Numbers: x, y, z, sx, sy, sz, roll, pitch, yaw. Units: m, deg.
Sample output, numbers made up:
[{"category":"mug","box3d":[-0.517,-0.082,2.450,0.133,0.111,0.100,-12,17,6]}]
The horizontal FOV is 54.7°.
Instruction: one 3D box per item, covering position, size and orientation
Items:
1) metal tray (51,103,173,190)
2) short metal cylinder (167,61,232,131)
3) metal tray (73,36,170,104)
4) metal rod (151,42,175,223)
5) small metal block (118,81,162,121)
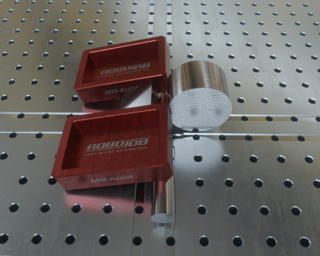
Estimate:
[{"category":"metal tray","box3d":[-0.052,0.021,0.364,0.131,0.030,0.090,-8,50,9]},{"category":"short metal cylinder","box3d":[0.049,-0.040,0.401,0.081,0.080,0.050,0,50,0]},{"category":"metal tray","box3d":[-0.053,-0.086,0.454,0.131,0.030,0.090,-8,49,9]},{"category":"metal rod","box3d":[0.004,-0.020,0.419,0.025,0.025,0.300,0,50,0]},{"category":"small metal block","box3d":[-0.026,-0.029,0.413,0.050,0.025,0.050,-21,45,24]}]
